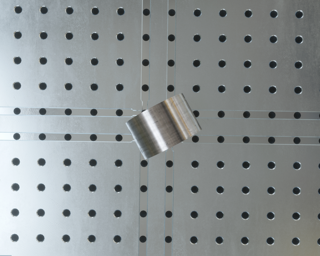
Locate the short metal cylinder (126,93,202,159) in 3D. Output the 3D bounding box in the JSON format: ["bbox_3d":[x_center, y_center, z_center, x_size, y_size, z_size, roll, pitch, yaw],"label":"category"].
[{"bbox_3d":[0.005,-0.002,0.385,0.080,0.080,0.050,-28,89,0],"label":"short metal cylinder"}]
